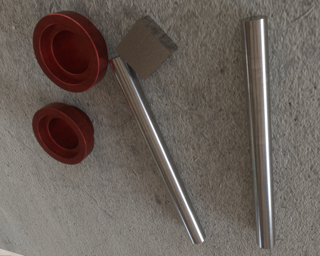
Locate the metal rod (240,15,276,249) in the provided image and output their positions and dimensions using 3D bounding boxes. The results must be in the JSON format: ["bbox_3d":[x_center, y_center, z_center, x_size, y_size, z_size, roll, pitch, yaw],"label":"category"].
[{"bbox_3d":[0.118,0.026,0.361,0.025,0.025,0.298,2,120,27],"label":"metal rod"}]

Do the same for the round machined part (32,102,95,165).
[{"bbox_3d":[-0.141,0.004,0.473,0.098,0.042,0.097,13,124,21],"label":"round machined part"}]

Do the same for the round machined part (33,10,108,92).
[{"bbox_3d":[-0.107,-0.098,0.392,0.098,0.042,0.097,13,124,21],"label":"round machined part"}]

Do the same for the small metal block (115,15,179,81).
[{"bbox_3d":[-0.016,-0.092,0.358,0.050,0.025,0.050,46,129,-5],"label":"small metal block"}]

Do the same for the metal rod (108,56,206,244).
[{"bbox_3d":[0.004,0.042,0.430,0.025,0.025,0.299,-10,114,32],"label":"metal rod"}]
